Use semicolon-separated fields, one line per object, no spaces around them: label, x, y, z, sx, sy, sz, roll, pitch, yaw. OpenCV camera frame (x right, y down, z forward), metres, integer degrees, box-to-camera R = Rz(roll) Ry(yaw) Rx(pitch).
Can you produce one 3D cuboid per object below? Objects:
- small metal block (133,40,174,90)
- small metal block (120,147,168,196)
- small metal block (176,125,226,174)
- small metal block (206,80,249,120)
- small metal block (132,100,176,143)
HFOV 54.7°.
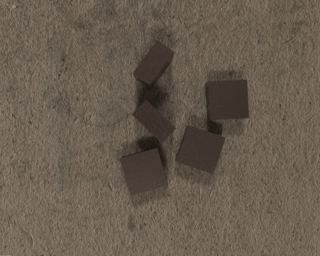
small metal block;-0.008;-0.079;0.397;0.025;0.050;0.050;37;90;-1
small metal block;-0.021;0.056;0.410;0.050;0.025;0.050;-16;90;-1
small metal block;0.053;0.028;0.411;0.050;0.025;0.050;19;90;-1
small metal block;0.088;-0.037;0.411;0.050;0.025;0.050;-3;90;-1
small metal block;-0.007;-0.008;0.397;0.050;0.050;0.025;44;90;-1
